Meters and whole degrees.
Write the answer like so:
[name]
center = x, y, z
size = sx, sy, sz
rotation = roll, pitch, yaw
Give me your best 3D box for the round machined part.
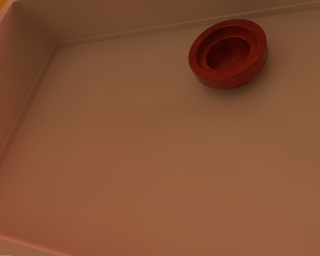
[round machined part]
center = 0.090, -0.090, 0.403
size = 0.098, 0.042, 0.098
rotation = -13, 56, 21
